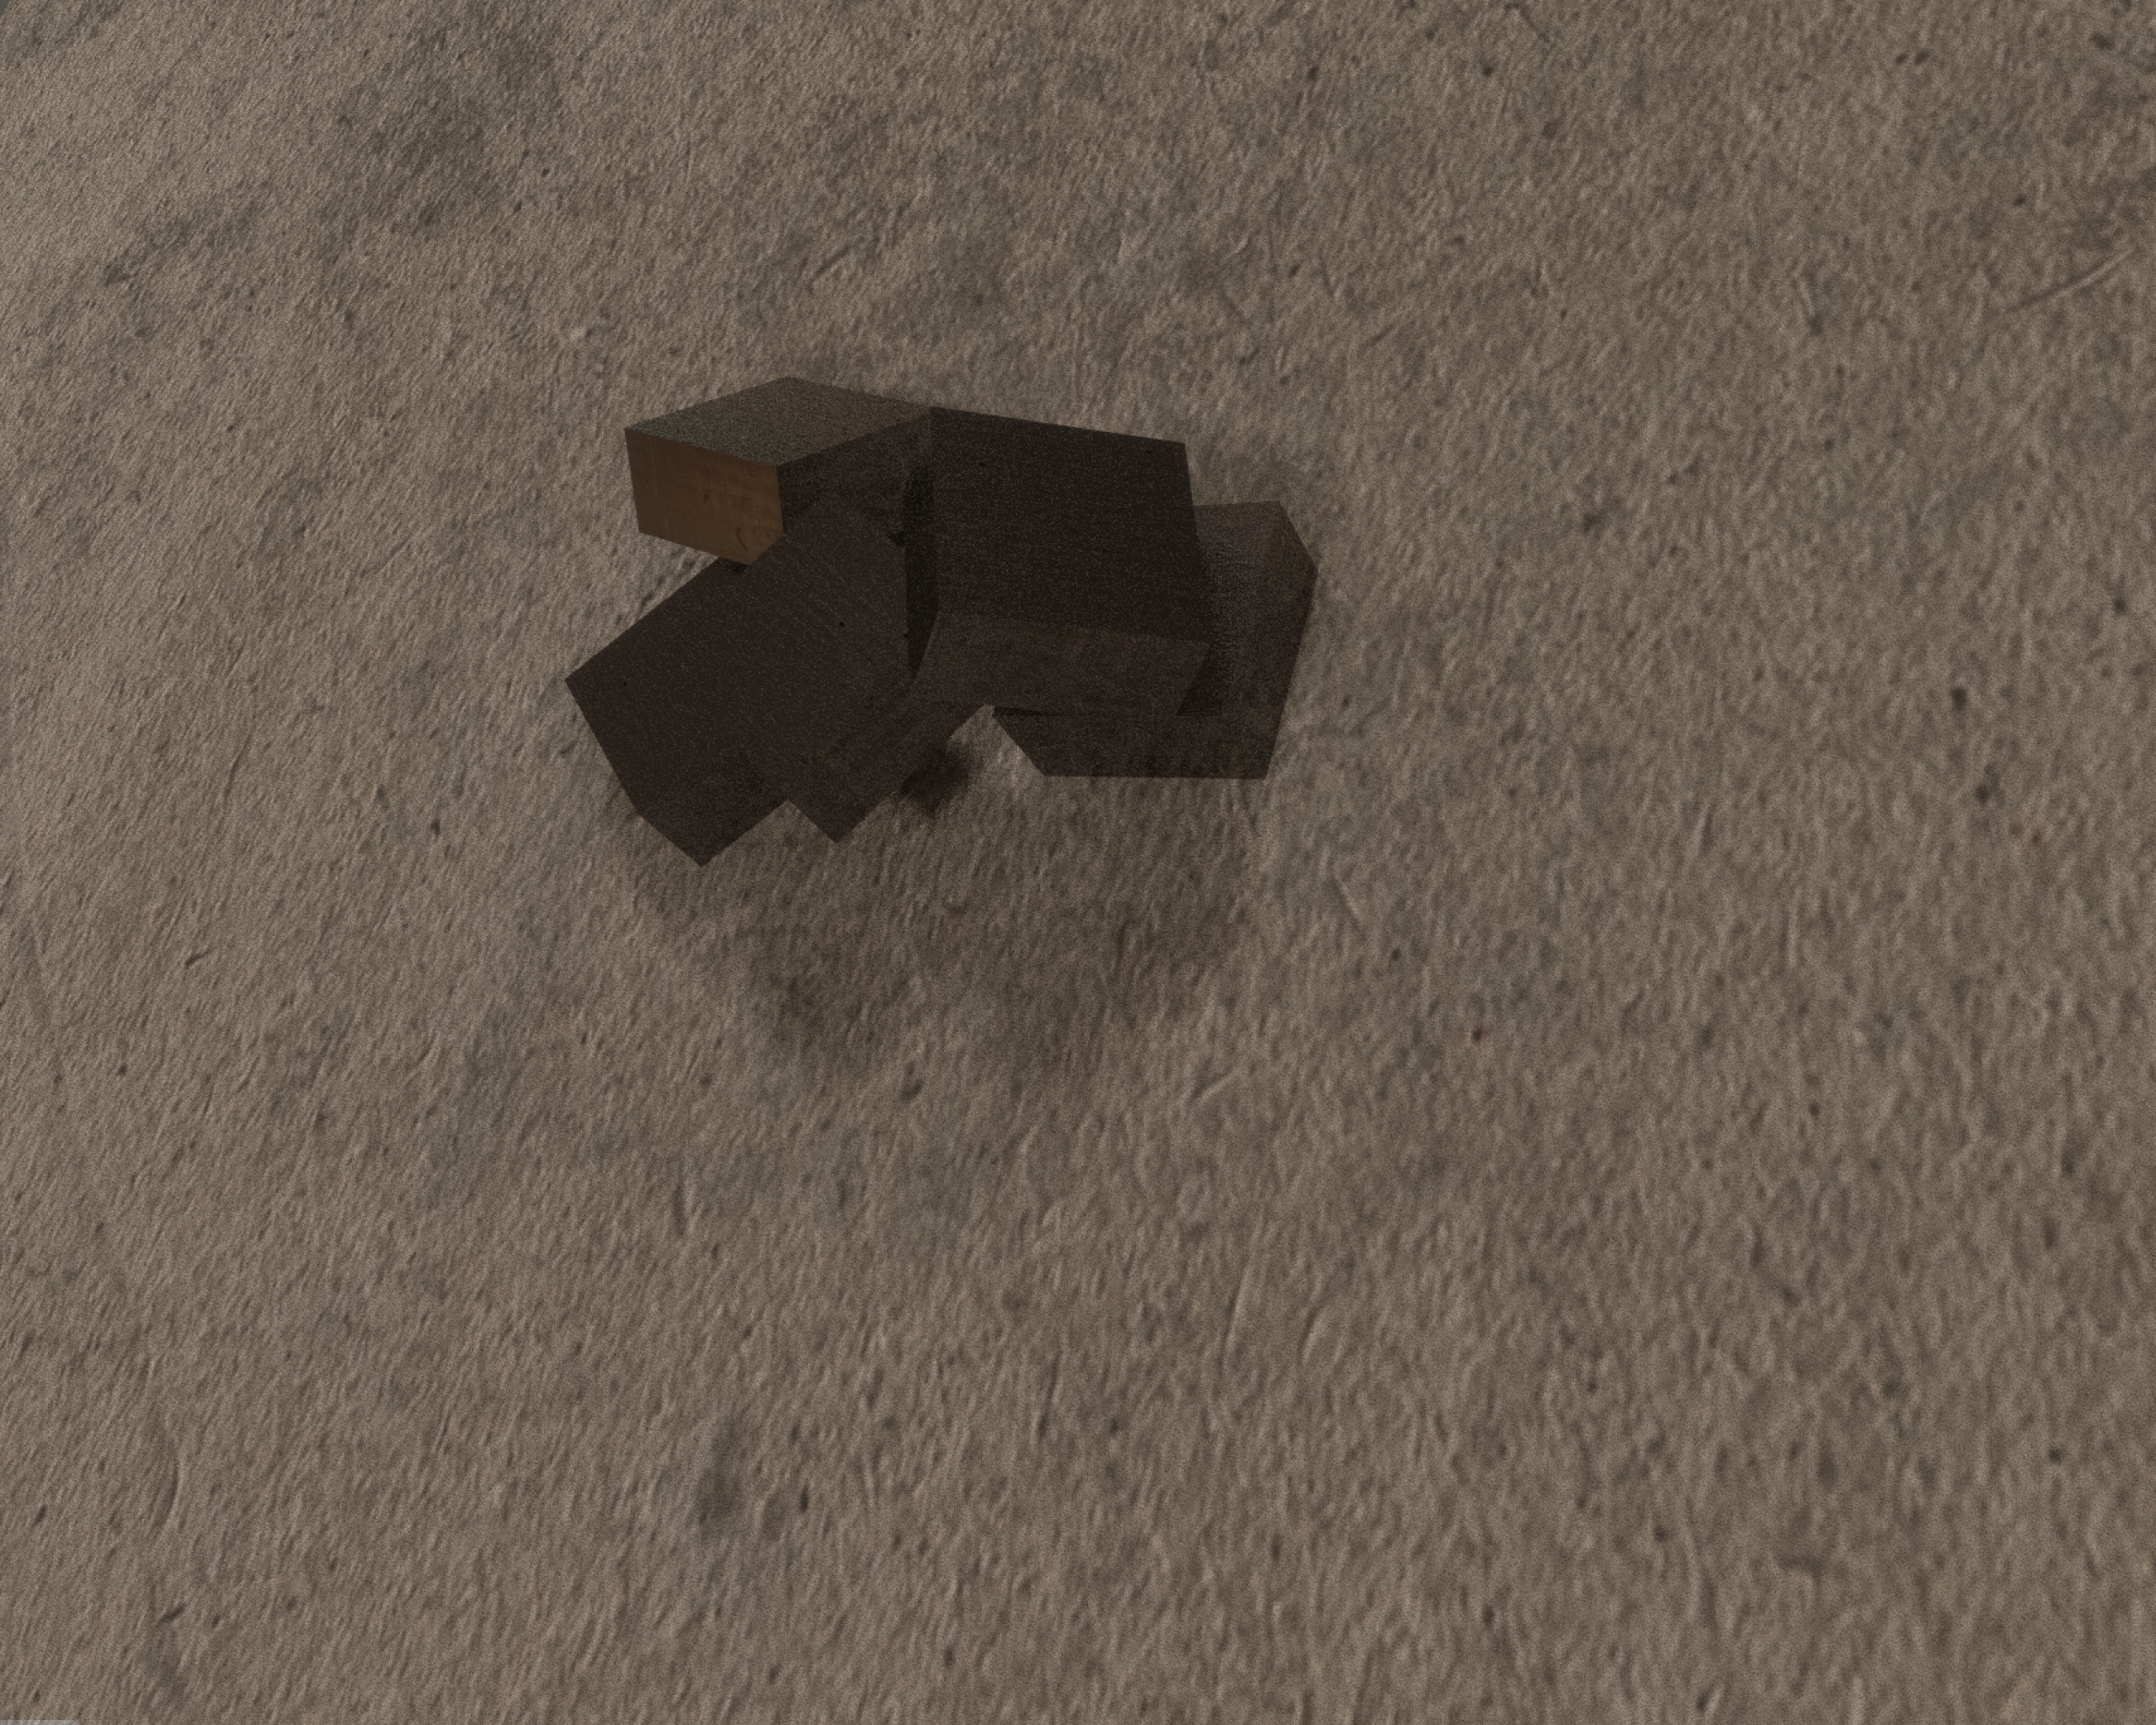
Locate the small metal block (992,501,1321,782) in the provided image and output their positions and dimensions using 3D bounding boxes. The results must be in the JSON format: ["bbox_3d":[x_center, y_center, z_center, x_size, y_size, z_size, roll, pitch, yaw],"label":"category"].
[{"bbox_3d":[0.017,-0.044,0.423,0.050,0.025,0.050,2,63,29],"label":"small metal block"}]

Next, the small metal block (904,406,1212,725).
[{"bbox_3d":[-0.005,-0.056,0.393,0.050,0.025,0.050,5,56,-15],"label":"small metal block"}]

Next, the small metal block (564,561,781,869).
[{"bbox_3d":[-0.080,-0.035,0.467,0.050,0.025,0.050,-38,51,2],"label":"small metal block"}]

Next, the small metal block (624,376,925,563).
[{"bbox_3d":[-0.067,-0.090,0.479,0.050,0.025,0.050,20,36,35],"label":"small metal block"}]

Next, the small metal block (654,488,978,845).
[{"bbox_3d":[-0.049,-0.040,0.421,0.050,0.025,0.050,-44,51,-3],"label":"small metal block"}]
